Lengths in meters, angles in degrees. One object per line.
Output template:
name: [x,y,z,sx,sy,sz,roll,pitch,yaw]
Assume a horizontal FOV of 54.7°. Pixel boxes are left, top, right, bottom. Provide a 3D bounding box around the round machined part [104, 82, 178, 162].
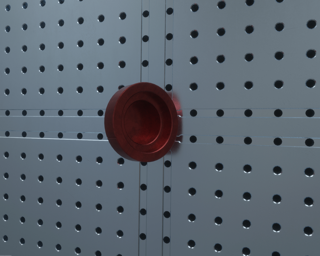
round machined part: [-0.027,-0.007,0.392,0.042,0.099,0.097,-3,89,51]
